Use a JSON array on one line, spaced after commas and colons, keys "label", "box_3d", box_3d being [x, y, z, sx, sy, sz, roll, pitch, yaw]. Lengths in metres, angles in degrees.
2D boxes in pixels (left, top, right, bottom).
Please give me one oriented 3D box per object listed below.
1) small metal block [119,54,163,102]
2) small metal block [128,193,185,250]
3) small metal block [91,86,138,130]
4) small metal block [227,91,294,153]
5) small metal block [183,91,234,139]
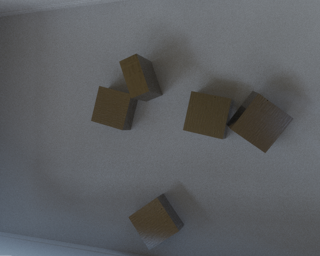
[{"label": "small metal block", "box_3d": [-0.024, -0.064, 0.405, 0.025, 0.050, 0.050, -21, 83, 19]}, {"label": "small metal block", "box_3d": [-0.005, 0.124, 0.411, 0.050, 0.025, 0.050, -38, 78, 15]}, {"label": "small metal block", "box_3d": [-0.063, -0.027, 0.431, 0.050, 0.025, 0.050, 16, 95, 19]}, {"label": "small metal block", "box_3d": [0.115, -0.007, 0.361, 0.050, 0.025, 0.050, 34, 102, -7]}, {"label": "small metal block", "box_3d": [0.061, -0.016, 0.389, 0.050, 0.025, 0.050, 13, 94, 19]}]
